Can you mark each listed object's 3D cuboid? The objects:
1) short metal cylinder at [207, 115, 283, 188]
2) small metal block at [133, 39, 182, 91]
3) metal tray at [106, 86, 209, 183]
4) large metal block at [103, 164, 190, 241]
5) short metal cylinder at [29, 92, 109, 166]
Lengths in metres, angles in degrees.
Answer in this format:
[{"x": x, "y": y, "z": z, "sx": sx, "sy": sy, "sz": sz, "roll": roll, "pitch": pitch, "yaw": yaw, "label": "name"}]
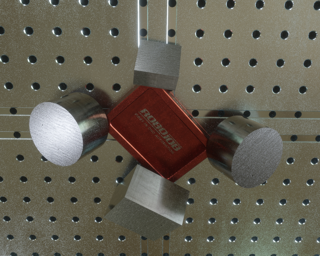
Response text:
[{"x": 0.108, "y": 0.029, "z": 0.395, "sx": 0.081, "sy": 0.050, "sz": 0.079, "roll": -10, "pitch": 113, "yaw": -25, "label": "short metal cylinder"}, {"x": -0.003, "y": -0.075, "z": 0.369, "sx": 0.050, "sy": 0.050, "sz": 0.025, "roll": 9, "pitch": 148, "yaw": -3, "label": "small metal block"}, {"x": -0.001, "y": 0.006, "z": 0.412, "sx": 0.090, "sy": 0.030, "sz": 0.130, "roll": -40, "pitch": 106, "yaw": 13, "label": "metal tray"}, {"x": -0.019, "y": 0.104, "z": 0.420, "sx": 0.080, "sy": 0.050, "sz": 0.080, "roll": 29, "pitch": 138, "yaw": -11, "label": "large metal block"}, {"x": -0.112, "y": 0.000, "z": 0.383, "sx": 0.080, "sy": 0.050, "sz": 0.079, "roll": 9, "pitch": 113, "yaw": 24, "label": "short metal cylinder"}]
